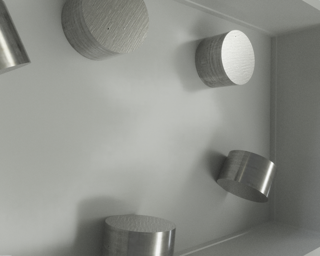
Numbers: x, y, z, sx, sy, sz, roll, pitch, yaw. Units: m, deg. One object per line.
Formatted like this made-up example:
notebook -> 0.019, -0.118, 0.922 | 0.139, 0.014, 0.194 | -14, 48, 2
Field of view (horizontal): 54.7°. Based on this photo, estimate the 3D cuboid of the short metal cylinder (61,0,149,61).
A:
short metal cylinder -> -0.059, -0.118, 0.340 | 0.081, 0.050, 0.080 | 0, 90, -40

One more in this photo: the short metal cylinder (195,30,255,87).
short metal cylinder -> 0.100, -0.103, 0.474 | 0.081, 0.050, 0.080 | 0, 90, -40

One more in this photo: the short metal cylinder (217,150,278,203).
short metal cylinder -> 0.137, 0.076, 0.485 | 0.080, 0.080, 0.050 | 40, 66, -33

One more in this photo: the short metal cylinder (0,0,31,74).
short metal cylinder -> -0.152, -0.063, 0.243 | 0.081, 0.080, 0.050 | -30, 109, -36

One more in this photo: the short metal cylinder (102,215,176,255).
short metal cylinder -> -0.024, 0.132, 0.351 | 0.081, 0.080, 0.050 | 9, 85, -40
